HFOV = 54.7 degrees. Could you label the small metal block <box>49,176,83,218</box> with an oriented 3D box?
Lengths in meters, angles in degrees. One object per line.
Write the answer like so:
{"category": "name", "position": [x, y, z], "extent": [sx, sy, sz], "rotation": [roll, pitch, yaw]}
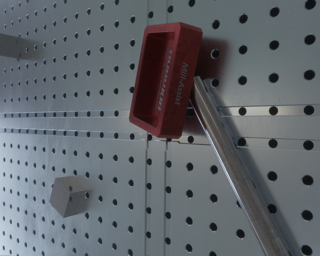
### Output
{"category": "small metal block", "position": [-0.167, 0.121, 0.548], "extent": [0.050, 0.025, 0.050], "rotation": [30, 109, 36]}

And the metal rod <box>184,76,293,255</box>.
{"category": "metal rod", "position": [0.096, 0.074, 0.330], "extent": [0.025, 0.025, 0.299], "rotation": [-36, 68, 34]}

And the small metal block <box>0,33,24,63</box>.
{"category": "small metal block", "position": [-0.323, -0.169, 0.661], "extent": [0.025, 0.050, 0.050], "rotation": [-16, 80, 39]}

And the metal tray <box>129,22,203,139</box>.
{"category": "metal tray", "position": [0.003, -0.060, 0.384], "extent": [0.090, 0.030, 0.129], "rotation": [26, 107, 58]}
